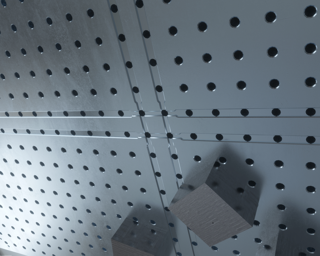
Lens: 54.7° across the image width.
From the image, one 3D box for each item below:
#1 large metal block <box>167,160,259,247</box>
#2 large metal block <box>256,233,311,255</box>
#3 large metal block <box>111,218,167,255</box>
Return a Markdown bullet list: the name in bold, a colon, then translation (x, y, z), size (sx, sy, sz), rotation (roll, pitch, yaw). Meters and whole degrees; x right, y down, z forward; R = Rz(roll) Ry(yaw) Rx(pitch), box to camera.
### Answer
- **large metal block**: translation (0.072, 0.103, 0.420), size (0.080, 0.050, 0.080), rotation (43, 129, -2)
- **large metal block**: translation (0.171, 0.205, 0.412), size (0.080, 0.080, 0.050), rotation (35, 129, 5)
- **large metal block**: translation (-0.035, 0.216, 0.545), size (0.080, 0.050, 0.079), rotation (12, 124, 21)
